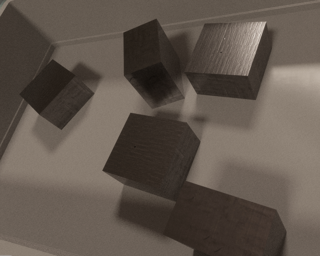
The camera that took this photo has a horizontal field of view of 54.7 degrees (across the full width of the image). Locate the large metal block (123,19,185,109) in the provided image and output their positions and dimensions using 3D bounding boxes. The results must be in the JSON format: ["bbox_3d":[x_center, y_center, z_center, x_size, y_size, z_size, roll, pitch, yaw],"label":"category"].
[{"bbox_3d":[-0.008,-0.086,0.426,0.050,0.080,0.080,-17,55,18],"label":"large metal block"}]

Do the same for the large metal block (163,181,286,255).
[{"bbox_3d":[0.062,0.095,0.279,0.080,0.080,0.050,13,68,33],"label":"large metal block"}]

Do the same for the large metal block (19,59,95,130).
[{"bbox_3d":[-0.170,-0.056,0.511,0.080,0.050,0.080,35,81,38],"label":"large metal block"}]

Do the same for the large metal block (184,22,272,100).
[{"bbox_3d":[0.089,-0.086,0.395,0.080,0.050,0.080,10,67,32],"label":"large metal block"}]

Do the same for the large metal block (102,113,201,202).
[{"bbox_3d":[-0.008,0.033,0.372,0.080,0.050,0.080,11,67,32],"label":"large metal block"}]
